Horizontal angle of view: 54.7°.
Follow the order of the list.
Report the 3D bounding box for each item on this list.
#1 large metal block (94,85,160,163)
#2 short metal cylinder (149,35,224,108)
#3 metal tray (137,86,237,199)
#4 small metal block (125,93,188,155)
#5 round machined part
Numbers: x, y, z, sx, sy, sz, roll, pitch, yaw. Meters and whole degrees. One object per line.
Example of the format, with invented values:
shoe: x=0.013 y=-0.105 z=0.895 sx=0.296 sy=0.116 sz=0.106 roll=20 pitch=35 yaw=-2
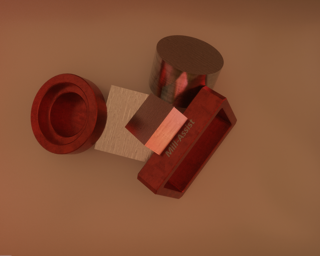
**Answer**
large metal block: x=-0.030 y=-0.003 z=0.397 sx=0.080 sy=0.050 sz=0.080 roll=15 pitch=90 yaw=-1
short metal cylinder: x=0.030 y=-0.069 z=0.376 sx=0.080 sy=0.080 sz=0.050 roll=16 pitch=134 yaw=-1
metal tray: x=0.038 y=0.023 z=0.377 sx=0.030 sy=0.090 sz=0.130 roll=36 pitch=89 yaw=27
small metal block: x=-0.005 y=-0.006 z=0.346 sx=0.025 sy=0.050 sz=0.050 roll=37 pitch=90 yaw=-39
round machined part: x=-0.109 y=-0.016 z=0.388 sx=0.098 sy=0.042 sz=0.097 roll=-2 pitch=84 yaw=22
